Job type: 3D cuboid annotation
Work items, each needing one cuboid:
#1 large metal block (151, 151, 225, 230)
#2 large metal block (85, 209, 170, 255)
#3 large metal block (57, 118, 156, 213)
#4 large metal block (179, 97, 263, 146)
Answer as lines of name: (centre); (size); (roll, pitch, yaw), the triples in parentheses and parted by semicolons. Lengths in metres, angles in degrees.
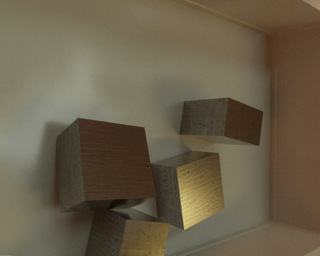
large metal block: (0.039, 0.080, 0.423); (0.081, 0.050, 0.079); (-12, 98, -39)
large metal block: (-0.040, 0.132, 0.334); (0.050, 0.080, 0.080); (16, 80, -31)
large metal block: (-0.057, 0.041, 0.325); (0.081, 0.050, 0.080); (9, 61, -40)
large metal block: (0.088, -0.007, 0.444); (0.081, 0.080, 0.050); (14, 81, -39)
